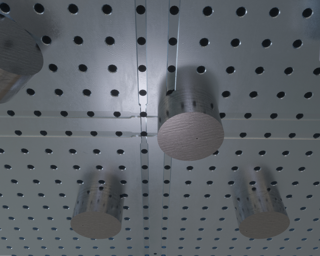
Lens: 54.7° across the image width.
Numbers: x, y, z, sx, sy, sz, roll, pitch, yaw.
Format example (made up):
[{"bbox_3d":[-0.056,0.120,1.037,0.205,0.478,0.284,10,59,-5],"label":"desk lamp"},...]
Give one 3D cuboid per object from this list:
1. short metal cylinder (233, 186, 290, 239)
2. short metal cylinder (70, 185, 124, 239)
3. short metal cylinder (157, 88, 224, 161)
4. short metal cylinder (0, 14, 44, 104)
[{"bbox_3d":[0.168,0.142,0.517,0.081,0.050,0.079,0,130,0],"label":"short metal cylinder"},{"bbox_3d":[-0.102,0.140,0.514,0.081,0.050,0.079,0,130,0],"label":"short metal cylinder"},{"bbox_3d":[0.037,-0.004,0.392,0.081,0.050,0.079,0,130,0],"label":"short metal cylinder"},{"bbox_3d":[-0.169,-0.071,0.313,0.050,0.080,0.080,-35,122,26],"label":"short metal cylinder"}]
